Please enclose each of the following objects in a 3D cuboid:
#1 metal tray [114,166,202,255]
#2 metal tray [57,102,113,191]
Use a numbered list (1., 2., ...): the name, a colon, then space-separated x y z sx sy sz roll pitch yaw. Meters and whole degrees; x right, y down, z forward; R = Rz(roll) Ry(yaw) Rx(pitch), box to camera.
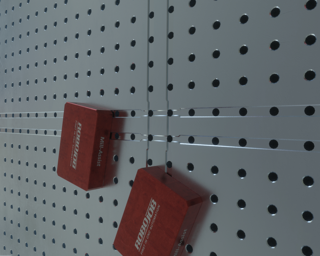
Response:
1. metal tray: -0.007 0.128 0.413 0.090 0.030 0.129 30 109 36
2. metal tray: -0.127 0.027 0.512 0.090 0.030 0.129 15 100 39
